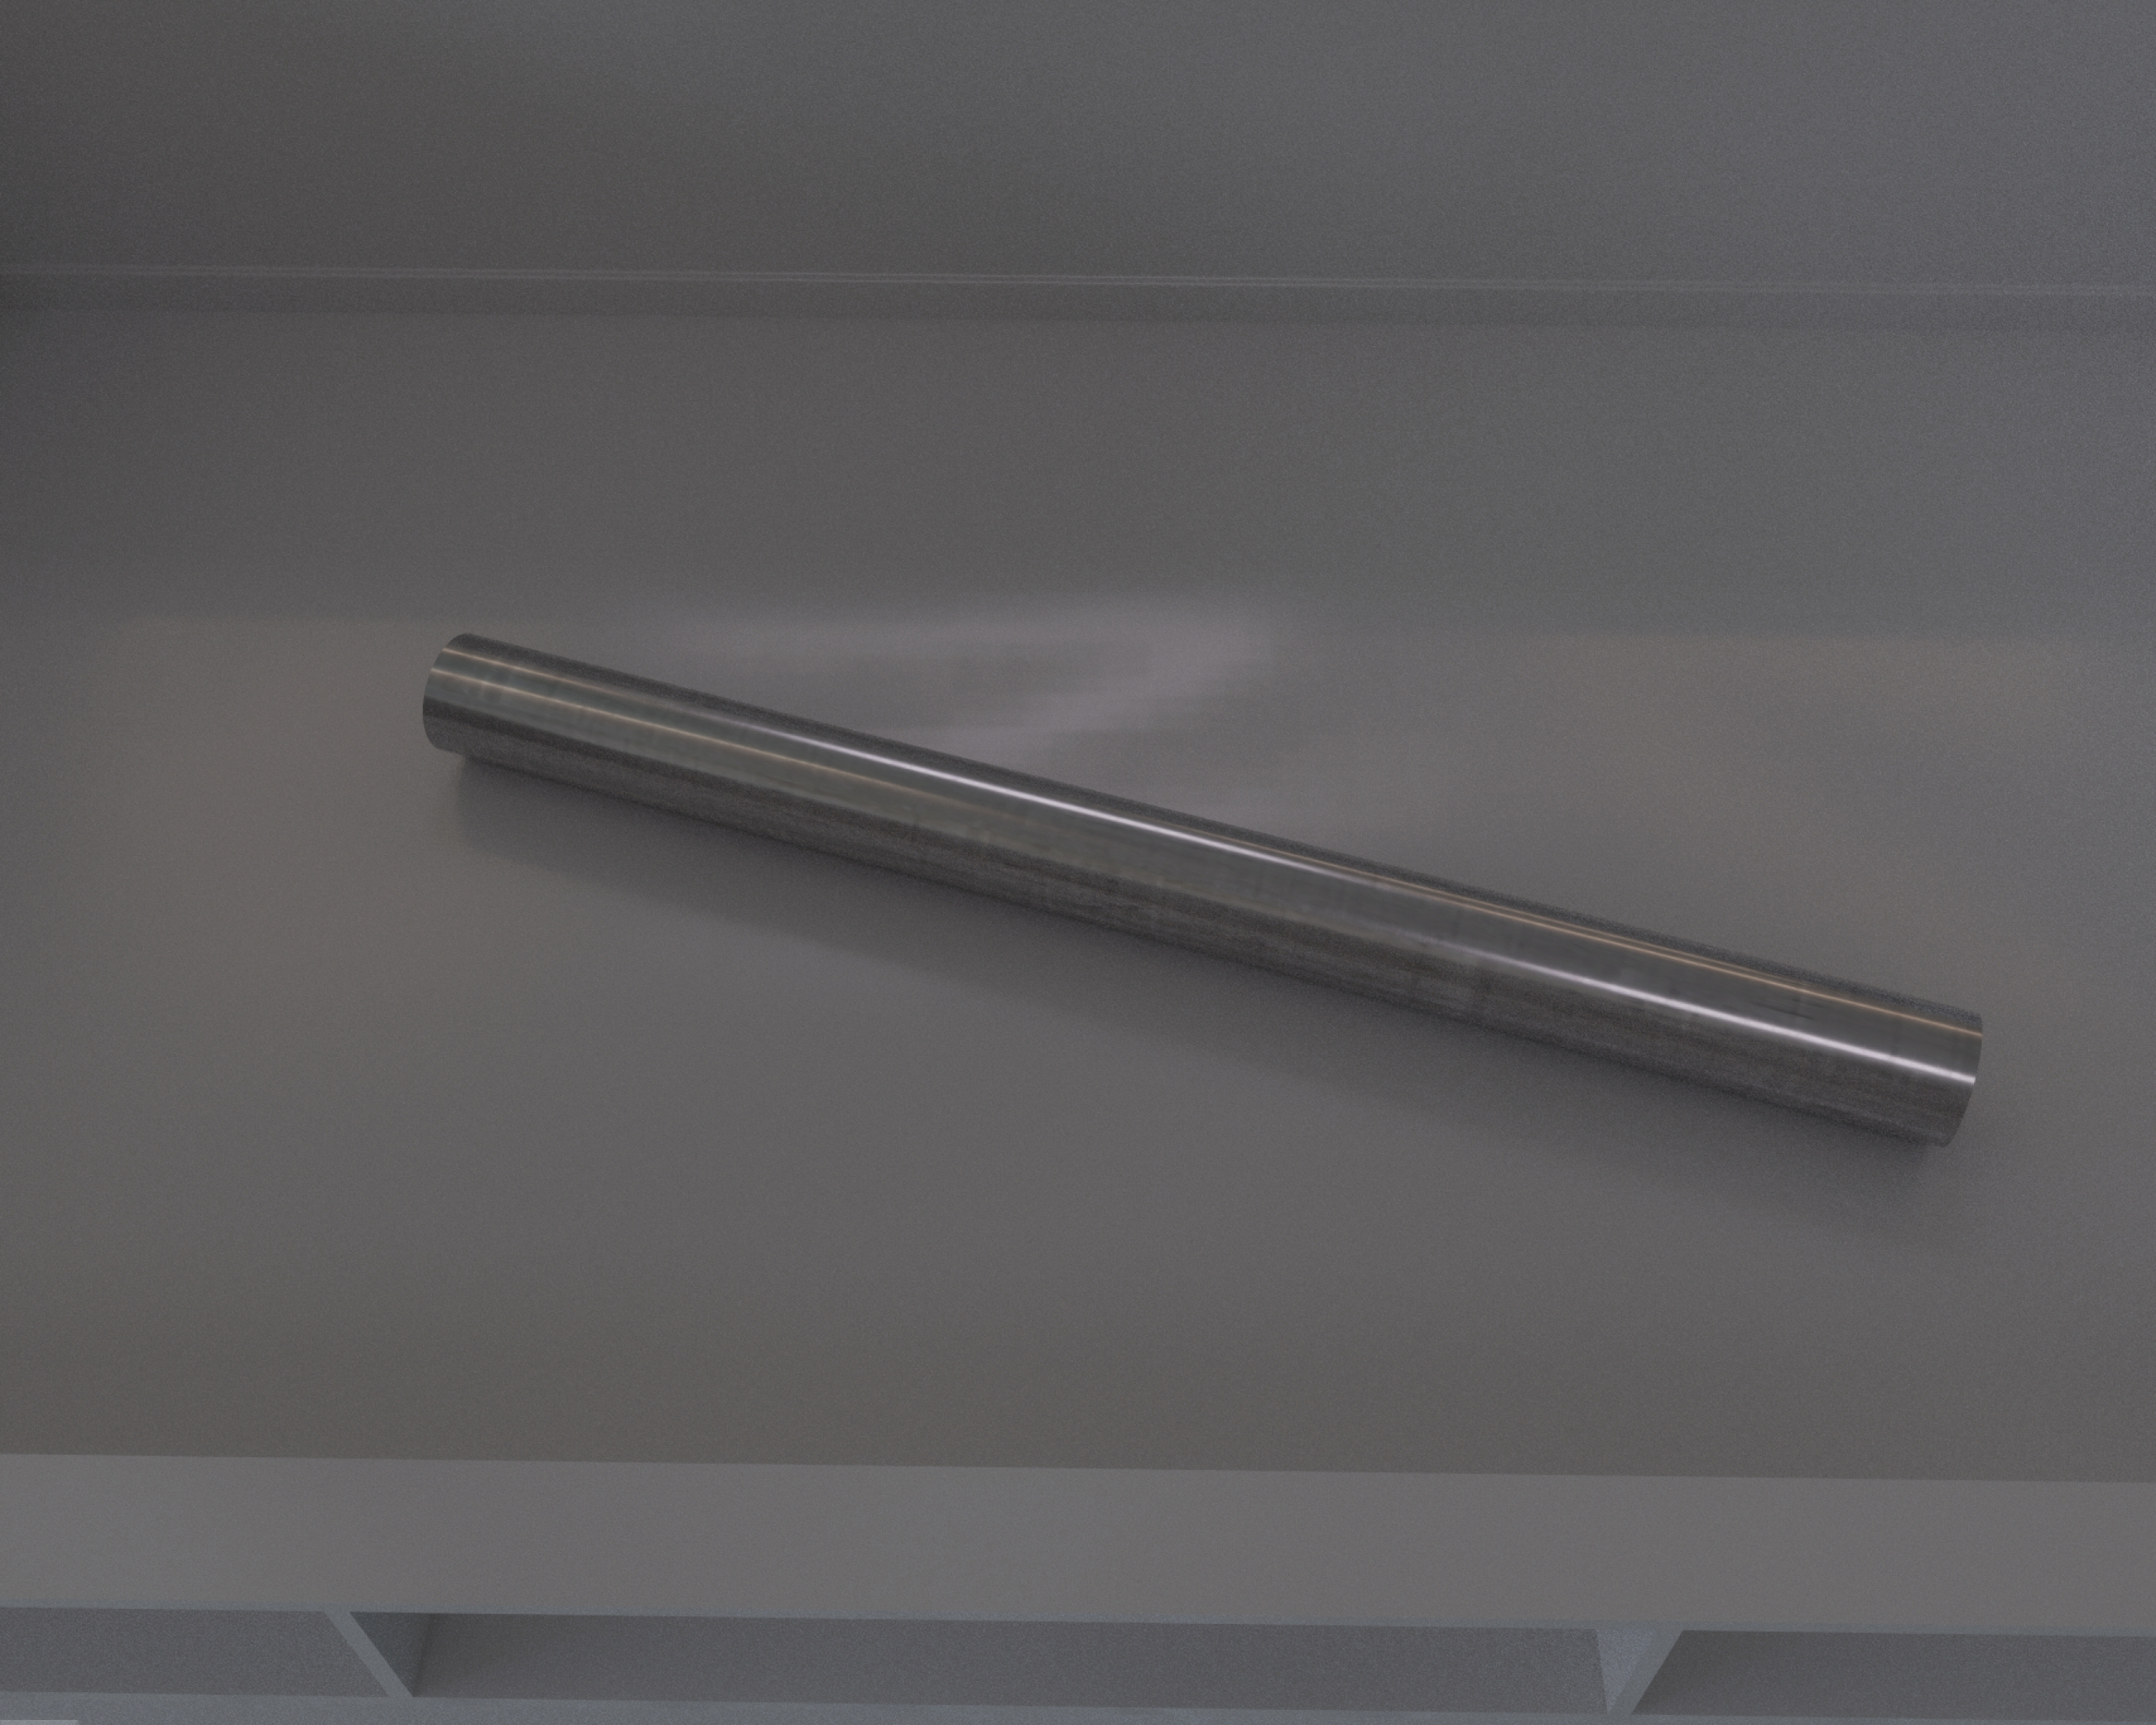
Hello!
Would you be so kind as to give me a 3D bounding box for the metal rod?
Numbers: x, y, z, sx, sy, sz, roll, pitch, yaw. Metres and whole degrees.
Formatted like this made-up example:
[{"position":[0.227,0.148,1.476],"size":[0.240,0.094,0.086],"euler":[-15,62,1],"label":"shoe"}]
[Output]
[{"position":[0.014,0.002,0.402],"size":[0.301,0.025,0.025],"euler":[15,52,12],"label":"metal rod"}]
